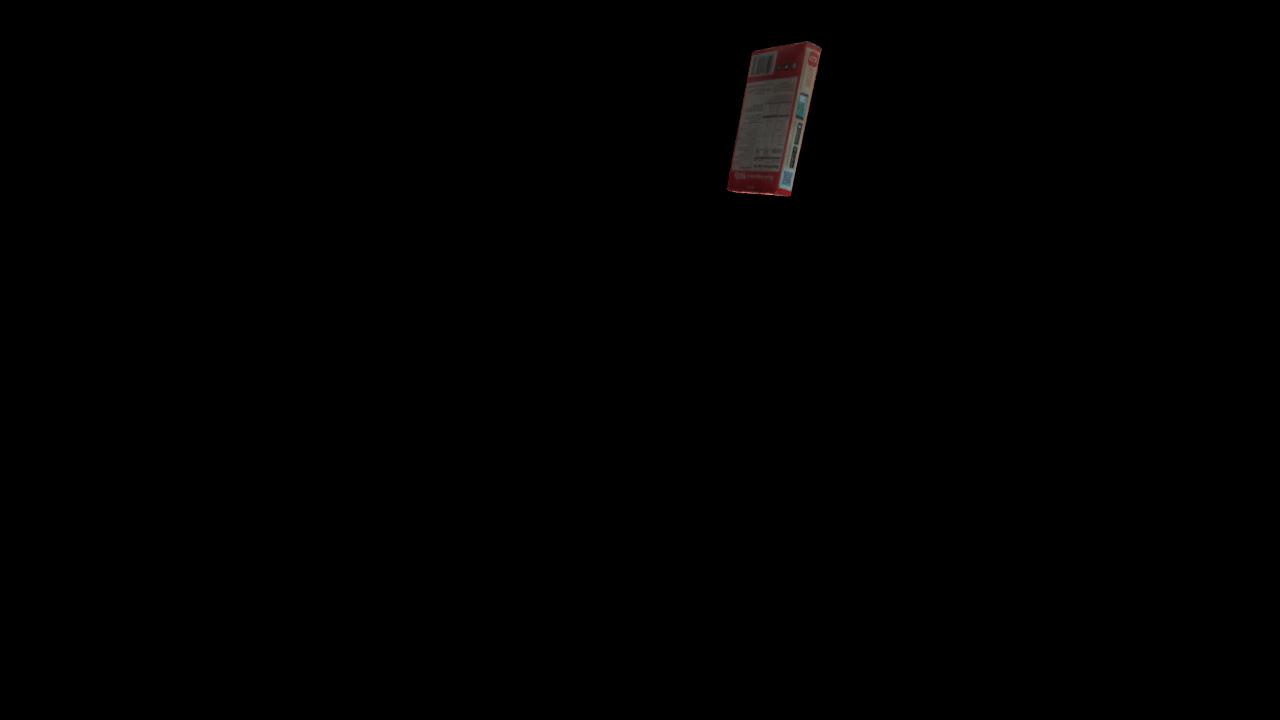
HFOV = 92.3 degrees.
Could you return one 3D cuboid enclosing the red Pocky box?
[{"bbox_3d":[0.145,-0.262,0.681,0.028,0.155,0.083,0,15,-36],"label":"red Pocky box"}]
